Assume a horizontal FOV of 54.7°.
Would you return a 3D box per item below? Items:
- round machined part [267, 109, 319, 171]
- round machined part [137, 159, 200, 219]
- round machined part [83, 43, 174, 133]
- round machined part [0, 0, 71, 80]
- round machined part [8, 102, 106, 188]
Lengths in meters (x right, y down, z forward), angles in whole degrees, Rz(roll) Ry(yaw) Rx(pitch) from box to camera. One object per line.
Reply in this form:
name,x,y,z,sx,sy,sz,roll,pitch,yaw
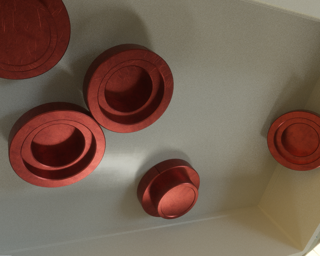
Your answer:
round machined part,0.231,0.017,0.508,0.042,0.098,0.097,-18,133,-57
round machined part,0.018,0.098,0.468,0.099,0.042,0.097,-14,124,-21
round machined part,-0.038,-0.047,0.348,0.099,0.042,0.097,-14,124,-21
round machined part,-0.129,-0.088,0.273,0.099,0.042,0.097,-14,124,-21
round machined part,-0.114,0.015,0.344,0.099,0.042,0.097,-14,125,-20
